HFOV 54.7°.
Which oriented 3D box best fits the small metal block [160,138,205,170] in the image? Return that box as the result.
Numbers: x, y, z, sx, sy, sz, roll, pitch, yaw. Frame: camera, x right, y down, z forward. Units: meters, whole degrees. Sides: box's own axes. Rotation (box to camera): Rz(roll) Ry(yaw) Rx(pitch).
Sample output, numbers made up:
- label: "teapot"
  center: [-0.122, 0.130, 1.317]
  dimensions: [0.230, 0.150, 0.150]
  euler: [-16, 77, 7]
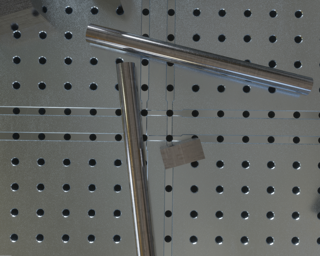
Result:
- label: "small metal block"
  center: [0.028, 0.032, 0.401]
  dimensions: [0.050, 0.050, 0.025]
  euler: [-15, 90, 0]

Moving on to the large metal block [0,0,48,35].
- label: "large metal block"
  center: [-0.204, -0.173, 0.399]
  dimensions: [0.080, 0.050, 0.080]
  euler: [-17, 90, 0]

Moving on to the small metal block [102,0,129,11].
- label: "small metal block"
  center: [-0.067, -0.183, 0.400]
  dimensions: [0.050, 0.050, 0.025]
  euler: [27, 90, 0]

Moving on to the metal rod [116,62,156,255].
- label: "metal rod"
  center: [-0.030, 0.063, 0.412]
  dimensions: [0.025, 0.025, 0.298]
  euler: [-6, 90, 0]

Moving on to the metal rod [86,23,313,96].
- label: "metal rod"
  center: [0.052, -0.091, 0.413]
  dimensions: [0.302, 0.025, 0.025]
  euler: [14, 90, 0]
